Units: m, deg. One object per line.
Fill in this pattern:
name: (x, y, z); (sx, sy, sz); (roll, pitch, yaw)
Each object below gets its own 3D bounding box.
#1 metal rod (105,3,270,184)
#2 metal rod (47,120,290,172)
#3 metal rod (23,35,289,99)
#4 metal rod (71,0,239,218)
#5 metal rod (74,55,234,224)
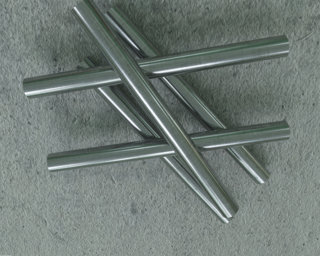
metal rod: (0.043, -0.033, 0.399); (0.025, 0.025, 0.300); (-41, 106, 13)
metal rod: (0.009, 0.024, 0.394); (0.302, 0.025, 0.025); (-8, 110, 2)
metal rod: (-0.007, -0.070, 0.359); (0.302, 0.025, 0.025); (-9, 110, 2)
metal rod: (0.006, -0.009, 0.355); (0.025, 0.025, 0.299); (-33, 107, 11)
metal rod: (0.002, 0.026, 0.420); (0.025, 0.025, 0.300); (-39, 106, 13)
